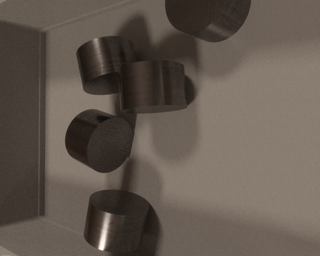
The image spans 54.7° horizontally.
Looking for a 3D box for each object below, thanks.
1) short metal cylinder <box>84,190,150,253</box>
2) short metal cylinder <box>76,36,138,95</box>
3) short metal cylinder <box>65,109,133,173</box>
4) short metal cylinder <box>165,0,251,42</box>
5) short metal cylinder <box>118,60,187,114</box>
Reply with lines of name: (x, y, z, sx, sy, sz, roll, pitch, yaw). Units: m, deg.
short metal cylinder: (-0.058, 0.122, 0.417, 0.080, 0.081, 0.050, 18, 102, 38)
short metal cylinder: (-0.070, -0.083, 0.426, 0.080, 0.081, 0.050, -22, 76, 37)
short metal cylinder: (-0.085, 0.017, 0.439, 0.050, 0.081, 0.079, 19, 102, 38)
short metal cylinder: (0.053, -0.141, 0.346, 0.080, 0.050, 0.079, 0, 90, 39)
short metal cylinder: (-0.009, -0.047, 0.377, 0.080, 0.081, 0.050, -6, 86, 39)
